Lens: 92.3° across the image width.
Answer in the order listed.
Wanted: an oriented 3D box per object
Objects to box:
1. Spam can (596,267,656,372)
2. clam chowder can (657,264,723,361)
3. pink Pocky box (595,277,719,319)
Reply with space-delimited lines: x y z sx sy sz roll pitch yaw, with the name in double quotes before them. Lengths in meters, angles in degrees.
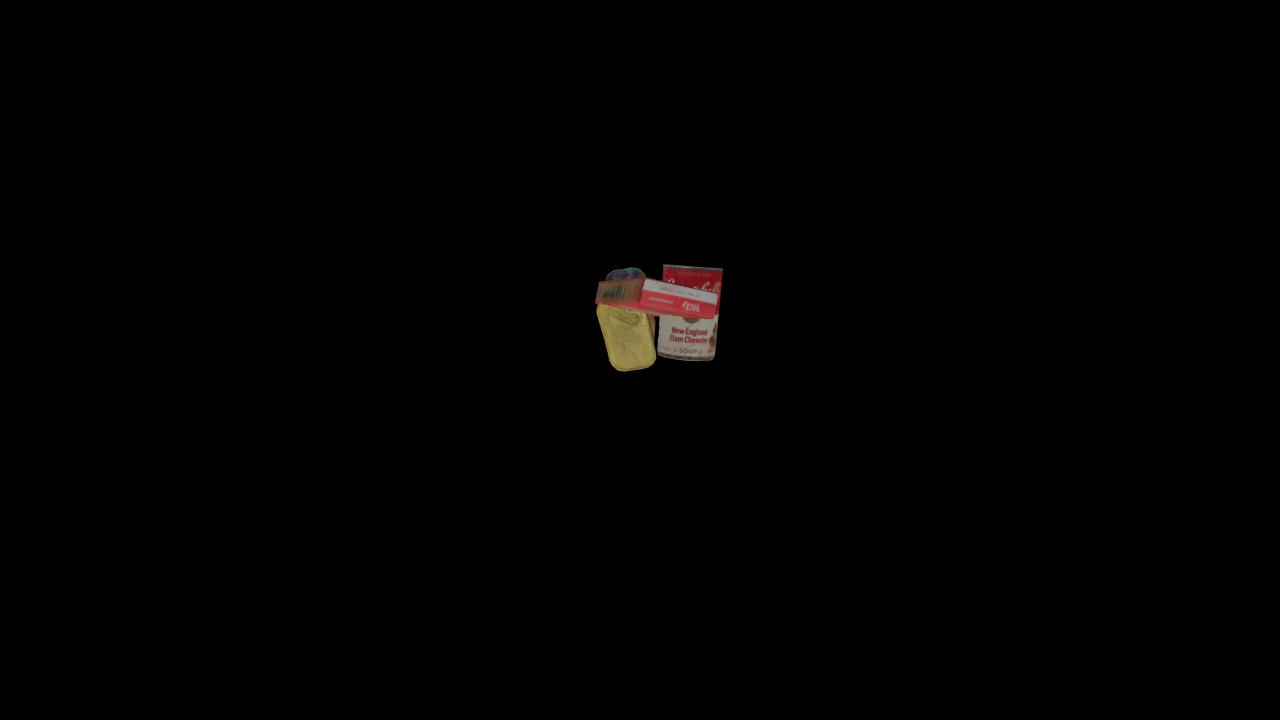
"Spam can" -0.014 -0.052 0.754 0.058 0.101 0.085 -8 31 8
"clam chowder can" 0.055 -0.054 0.691 0.068 0.102 0.068 4 10 -1
"pink Pocky box" 0.013 -0.066 0.668 0.084 0.029 0.155 10 1 -22
